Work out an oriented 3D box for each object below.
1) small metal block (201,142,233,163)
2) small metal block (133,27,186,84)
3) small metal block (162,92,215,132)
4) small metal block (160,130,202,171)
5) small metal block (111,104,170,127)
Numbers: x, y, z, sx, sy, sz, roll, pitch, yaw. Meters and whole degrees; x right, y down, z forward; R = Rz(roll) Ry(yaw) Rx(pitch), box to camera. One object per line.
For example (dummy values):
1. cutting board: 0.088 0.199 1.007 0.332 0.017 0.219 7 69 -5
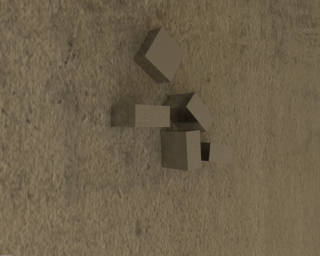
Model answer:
1. small metal block: 0.069 0.035 0.449 0.050 0.050 0.025 10 84 -40
2. small metal block: 0.000 -0.094 0.407 0.050 0.025 0.050 40 65 -33
3. small metal block: 0.037 -0.020 0.422 0.050 0.050 0.025 48 62 -30
4. small metal block: 0.027 0.028 0.414 0.025 0.050 0.050 -5 94 -40
5. small metal block: -0.024 -0.014 0.370 0.050 0.050 0.025 0 91 -40
